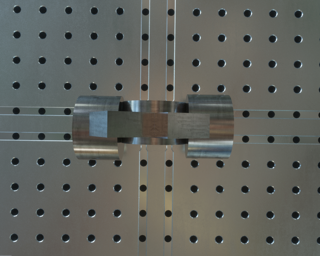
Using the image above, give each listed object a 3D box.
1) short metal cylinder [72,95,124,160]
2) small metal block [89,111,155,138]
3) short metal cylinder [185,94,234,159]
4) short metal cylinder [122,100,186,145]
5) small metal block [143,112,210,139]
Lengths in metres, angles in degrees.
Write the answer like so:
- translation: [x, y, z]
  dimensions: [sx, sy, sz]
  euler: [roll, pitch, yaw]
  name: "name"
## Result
- translation: [-0.073, 0.000, 0.385]
  dimensions: [0.050, 0.080, 0.079]
  euler: [1, 90, 0]
  name: "short metal cylinder"
- translation: [-0.040, -0.004, 0.319]
  dimensions: [0.050, 0.050, 0.025]
  euler: [1, 90, -32]
  name: "small metal block"
- translation: [0.058, -0.002, 0.385]
  dimensions: [0.050, 0.080, 0.079]
  euler: [1, 90, 1]
  name: "short metal cylinder"
- translation: [-0.007, -0.006, 0.385]
  dimensions: [0.081, 0.080, 0.050]
  euler: [1, 90, 0]
  name: "short metal cylinder"
- translation: [0.016, -0.002, 0.324]
  dimensions: [0.050, 0.050, 0.025]
  euler: [1, 90, -31]
  name: "small metal block"
